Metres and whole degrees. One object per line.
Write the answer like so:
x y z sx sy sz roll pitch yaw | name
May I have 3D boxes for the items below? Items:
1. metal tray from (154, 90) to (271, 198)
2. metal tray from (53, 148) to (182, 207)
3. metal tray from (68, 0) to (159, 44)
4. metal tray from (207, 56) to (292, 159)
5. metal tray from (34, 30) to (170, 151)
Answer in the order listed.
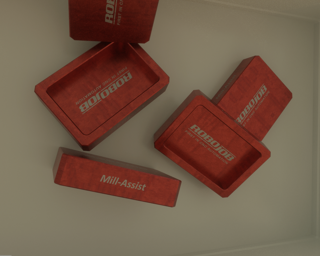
0.068 0.023 0.411 0.130 0.030 0.090 38 105 -14 | metal tray
-0.052 0.055 0.357 0.131 0.090 0.030 16 86 -20 | metal tray
-0.046 -0.146 0.312 0.091 0.129 0.030 -2 58 -16 | metal tray
0.127 -0.030 0.456 0.090 0.030 0.130 43 76 -15 | metal tray
-0.065 -0.047 0.368 0.131 0.030 0.090 -40 84 -17 | metal tray
